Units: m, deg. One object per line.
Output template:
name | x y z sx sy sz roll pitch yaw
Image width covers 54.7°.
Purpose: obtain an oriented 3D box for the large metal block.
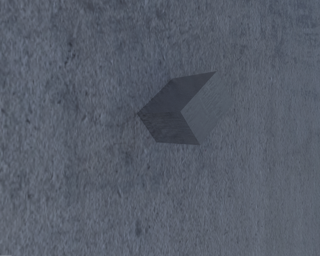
large metal block | 0.032 -0.025 0.398 0.080 0.080 0.050 -48 119 -30
